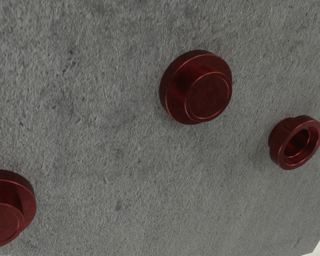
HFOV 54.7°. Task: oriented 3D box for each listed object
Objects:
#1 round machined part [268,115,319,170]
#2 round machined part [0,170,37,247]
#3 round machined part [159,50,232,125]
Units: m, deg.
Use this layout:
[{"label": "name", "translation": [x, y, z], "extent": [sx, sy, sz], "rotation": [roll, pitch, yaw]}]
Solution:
[{"label": "round machined part", "translation": [0.227, 0.021, 0.532], "extent": [0.099, 0.042, 0.097], "rotation": [-14, 124, -21]}, {"label": "round machined part", "translation": [-0.193, 0.098, 0.351], "extent": [0.099, 0.042, 0.097], "rotation": [-14, 124, -21]}, {"label": "round machined part", "translation": [0.052, -0.046, 0.395], "extent": [0.099, 0.042, 0.097], "rotation": [-14, 124, -21]}]
